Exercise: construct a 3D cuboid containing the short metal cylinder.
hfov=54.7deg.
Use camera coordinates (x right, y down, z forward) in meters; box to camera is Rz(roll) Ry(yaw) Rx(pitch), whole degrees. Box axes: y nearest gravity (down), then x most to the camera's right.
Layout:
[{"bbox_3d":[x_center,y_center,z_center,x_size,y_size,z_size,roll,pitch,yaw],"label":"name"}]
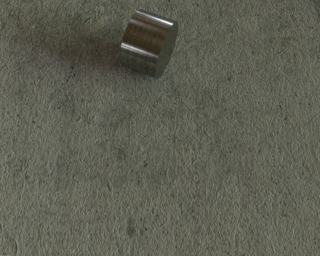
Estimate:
[{"bbox_3d":[-0.014,-0.113,0.420,0.050,0.080,0.080,22,72,8],"label":"short metal cylinder"}]
